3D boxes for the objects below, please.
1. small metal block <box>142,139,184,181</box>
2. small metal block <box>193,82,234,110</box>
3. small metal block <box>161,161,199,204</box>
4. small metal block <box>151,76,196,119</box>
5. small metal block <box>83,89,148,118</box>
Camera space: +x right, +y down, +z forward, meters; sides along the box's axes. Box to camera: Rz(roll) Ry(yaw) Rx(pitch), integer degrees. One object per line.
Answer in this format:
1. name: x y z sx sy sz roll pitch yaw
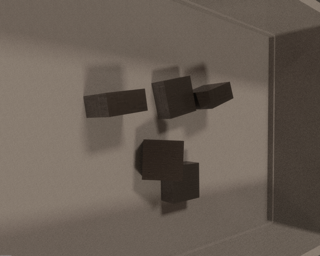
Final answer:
1. small metal block: 0.004 0.040 0.395 0.050 0.025 0.050 2 88 0
2. small metal block: 0.069 -0.046 0.451 0.050 0.050 0.025 -26 107 -37
3. small metal block: 0.028 0.075 0.433 0.050 0.025 0.050 -2 91 -40
4. small metal block: 0.020 -0.042 0.425 0.050 0.025 0.050 -19 102 -39
5. small metal block: -0.050 -0.028 0.350 0.050 0.050 0.025 -13 98 -40
